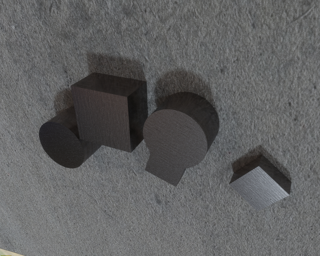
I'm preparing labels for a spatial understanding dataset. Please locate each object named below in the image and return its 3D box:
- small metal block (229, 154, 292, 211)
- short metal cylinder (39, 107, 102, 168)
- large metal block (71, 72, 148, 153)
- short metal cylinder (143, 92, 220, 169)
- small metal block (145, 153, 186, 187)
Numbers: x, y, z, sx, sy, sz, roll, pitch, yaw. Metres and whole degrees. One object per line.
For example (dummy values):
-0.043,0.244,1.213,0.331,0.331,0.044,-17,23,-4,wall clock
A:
0.124,0.069,0.384,0.050,0.025,0.050,43,129,-2,small metal block
-0.133,0.014,0.470,0.080,0.050,0.079,13,124,21,short metal cylinder
-0.064,-0.022,0.411,0.080,0.050,0.079,13,124,21,large metal block
0.027,0.002,0.378,0.080,0.050,0.079,13,124,21,short metal cylinder
0.012,0.046,0.429,0.050,0.025,0.050,27,128,11,small metal block
